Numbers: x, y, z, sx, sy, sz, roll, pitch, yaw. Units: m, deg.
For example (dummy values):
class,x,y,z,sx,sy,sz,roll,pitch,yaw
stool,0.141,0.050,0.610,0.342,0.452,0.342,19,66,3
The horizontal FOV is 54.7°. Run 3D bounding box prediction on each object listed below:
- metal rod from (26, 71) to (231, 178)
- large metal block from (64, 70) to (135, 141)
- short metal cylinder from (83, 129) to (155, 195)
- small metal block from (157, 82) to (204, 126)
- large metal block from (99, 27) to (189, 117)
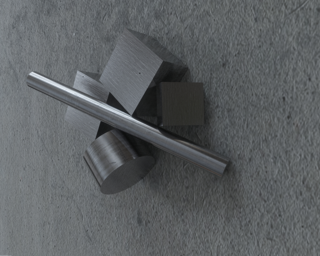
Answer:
class,x,y,z,sx,sy,sz,roll,pitch,yaw
metal rod,-0.055,-0.013,0.398,0.301,0.025,0.025,24,106,20
large metal block,-0.091,-0.033,0.465,0.080,0.050,0.079,31,109,35
short metal cylinder,-0.054,0.044,0.415,0.080,0.081,0.050,-51,60,28
small metal block,0.024,-0.028,0.368,0.025,0.050,0.050,175,94,-75
large metal block,-0.024,-0.071,0.406,0.080,0.050,0.080,47,118,29
